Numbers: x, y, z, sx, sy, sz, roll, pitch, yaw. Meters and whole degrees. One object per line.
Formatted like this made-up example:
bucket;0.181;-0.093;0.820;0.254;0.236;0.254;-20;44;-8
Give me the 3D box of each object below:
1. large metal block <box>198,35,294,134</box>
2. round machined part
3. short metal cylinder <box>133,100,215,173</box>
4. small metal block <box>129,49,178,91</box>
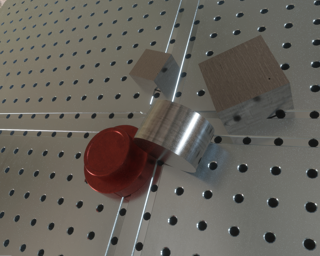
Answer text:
large metal block;0.101;-0.052;0.371;0.080;0.050;0.080;-23;53;14
round machined part;-0.059;0.038;0.405;0.098;0.042;0.098;-13;56;21
short metal cylinder;0.016;0.010;0.358;0.080;0.080;0.050;17;71;35
small metal block;-0.010;-0.089;0.468;0.050;0.025;0.050;22;73;36
